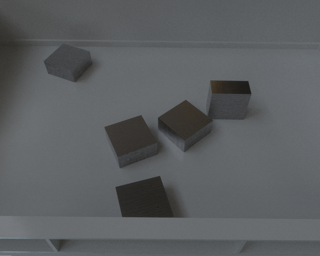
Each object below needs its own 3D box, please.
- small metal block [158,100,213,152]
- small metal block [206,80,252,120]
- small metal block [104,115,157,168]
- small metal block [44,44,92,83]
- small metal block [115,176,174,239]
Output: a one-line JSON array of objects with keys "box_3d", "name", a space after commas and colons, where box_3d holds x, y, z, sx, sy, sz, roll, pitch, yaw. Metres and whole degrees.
[{"box_3d": [0.033, -0.004, 0.409, 0.050, 0.025, 0.050, -34, 58, -25], "name": "small metal block"}, {"box_3d": [0.092, -0.037, 0.421, 0.050, 0.050, 0.025, 1, 50, 0], "name": "small metal block"}, {"box_3d": [-0.037, 0.016, 0.391, 0.050, 0.025, 0.050, -19, 53, -16], "name": "small metal block"}, {"box_3d": [-0.144, -0.104, 0.490, 0.050, 0.025, 0.050, 19, 52, 15], "name": "small metal block"}, {"box_3d": [-0.017, 0.085, 0.334, 0.050, 0.025, 0.050, -12, 51, -11], "name": "small metal block"}]
